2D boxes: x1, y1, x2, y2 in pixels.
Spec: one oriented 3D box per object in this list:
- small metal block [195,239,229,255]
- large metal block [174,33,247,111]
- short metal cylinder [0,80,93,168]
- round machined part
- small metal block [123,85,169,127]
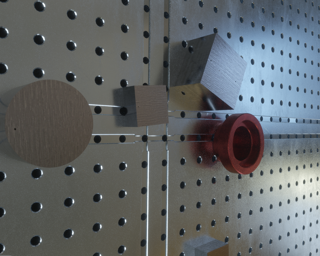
[{"bbox_3d":[0.081,0.207,0.480,0.050,0.025,0.050,-2,91,-40],"label":"small metal block"},{"bbox_3d":[0.077,-0.080,0.460,0.080,0.050,0.080,30,71,-36],"label":"large metal block"},{"bbox_3d":[-0.113,-0.004,0.299,0.081,0.050,0.079,0,90,-40],"label":"short metal cylinder"},{"bbox_3d":[0.125,0.025,0.506,0.099,0.042,0.097,0,90,-40],"label":"round machined part"},{"bbox_3d":[-0.018,-0.029,0.396,0.050,0.025,0.050,-8,95,-40],"label":"small metal block"}]
